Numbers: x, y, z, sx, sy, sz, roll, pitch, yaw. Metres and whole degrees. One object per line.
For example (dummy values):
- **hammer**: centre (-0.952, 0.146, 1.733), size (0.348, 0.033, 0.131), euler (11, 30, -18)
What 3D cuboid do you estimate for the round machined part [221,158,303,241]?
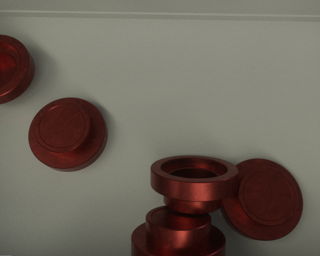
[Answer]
- **round machined part**: centre (0.123, 0.083, 0.372), size (0.099, 0.042, 0.098), euler (0, 70, -1)

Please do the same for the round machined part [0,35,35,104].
- **round machined part**: centre (-0.221, -0.075, 0.425), size (0.099, 0.042, 0.098), euler (0, 70, -1)

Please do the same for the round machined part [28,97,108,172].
- **round machined part**: centre (-0.120, 0.004, 0.398), size (0.099, 0.042, 0.098), euler (0, 70, -1)

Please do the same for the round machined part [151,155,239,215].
- **round machined part**: centre (0.039, 0.065, 0.355), size (0.099, 0.098, 0.042), euler (0, 101, 0)

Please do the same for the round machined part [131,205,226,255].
- **round machined part**: centre (0.019, 0.112, 0.326), size (0.099, 0.098, 0.042), euler (0, 96, 0)
